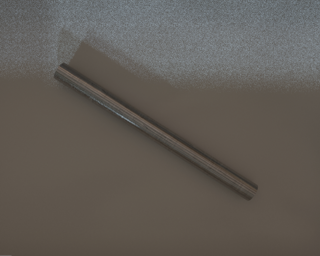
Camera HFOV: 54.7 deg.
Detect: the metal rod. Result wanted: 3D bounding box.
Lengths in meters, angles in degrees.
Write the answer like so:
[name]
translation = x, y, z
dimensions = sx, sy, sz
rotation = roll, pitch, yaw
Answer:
[metal rod]
translation = -0.005, 0.005, 0.409
dimensions = 0.301, 0.025, 0.025
rotation = 32, 90, -1
